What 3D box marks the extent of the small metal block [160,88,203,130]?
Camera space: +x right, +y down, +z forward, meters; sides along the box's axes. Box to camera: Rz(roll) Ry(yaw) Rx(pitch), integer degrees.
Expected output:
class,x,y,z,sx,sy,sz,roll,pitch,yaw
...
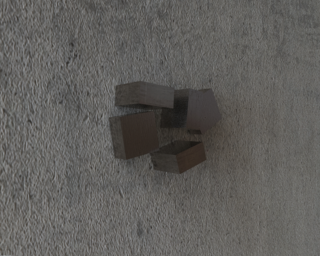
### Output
class,x,y,z,sx,sy,sz,roll,pitch,yaw
small metal block,0.028,-0.024,0.411,0.025,0.050,0.050,8,85,-40

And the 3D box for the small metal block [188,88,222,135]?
class,x,y,z,sx,sy,sz,roll,pitch,yaw
small metal block,0.059,-0.025,0.454,0.050,0.025,0.050,-35,112,-34

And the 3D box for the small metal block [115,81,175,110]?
class,x,y,z,sx,sy,sz,roll,pitch,yaw
small metal block,-0.019,-0.037,0.372,0.050,0.050,0.025,5,87,-40

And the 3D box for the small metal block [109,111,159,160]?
class,x,y,z,sx,sy,sz,roll,pitch,yaw
small metal block,-0.031,0.008,0.378,0.050,0.025,0.050,-13,98,-39

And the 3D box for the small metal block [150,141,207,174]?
class,x,y,z,sx,sy,sz,roll,pitch,yaw
small metal block,0.024,0.037,0.408,0.050,0.050,0.025,-21,104,-38
